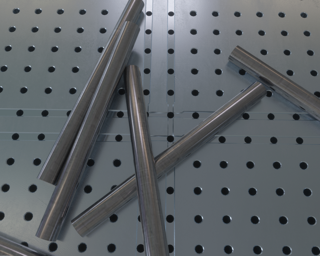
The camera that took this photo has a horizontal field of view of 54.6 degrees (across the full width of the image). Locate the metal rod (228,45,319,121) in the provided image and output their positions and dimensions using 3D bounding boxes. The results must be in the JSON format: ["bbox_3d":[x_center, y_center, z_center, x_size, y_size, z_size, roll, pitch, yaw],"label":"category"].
[{"bbox_3d":[0.223,-0.020,0.420,0.300,0.025,0.025,38,74,12],"label":"metal rod"}]

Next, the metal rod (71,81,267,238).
[{"bbox_3d":[0.021,0.033,0.399,0.301,0.025,0.025,-36,74,-12],"label":"metal rod"}]

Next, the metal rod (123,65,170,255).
[{"bbox_3d":[-0.018,0.046,0.367,0.025,0.025,0.299,-8,60,-3],"label":"metal rod"}]

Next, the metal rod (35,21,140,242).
[{"bbox_3d":[-0.087,-0.007,0.403,0.025,0.025,0.299,17,75,6],"label":"metal rod"}]

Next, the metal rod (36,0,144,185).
[{"bbox_3d":[-0.089,-0.064,0.434,0.025,0.025,0.300,20,71,7],"label":"metal rod"}]

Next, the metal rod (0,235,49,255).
[{"bbox_3d":[-0.233,0.123,0.365,0.301,0.025,0.025,19,71,7],"label":"metal rod"}]
